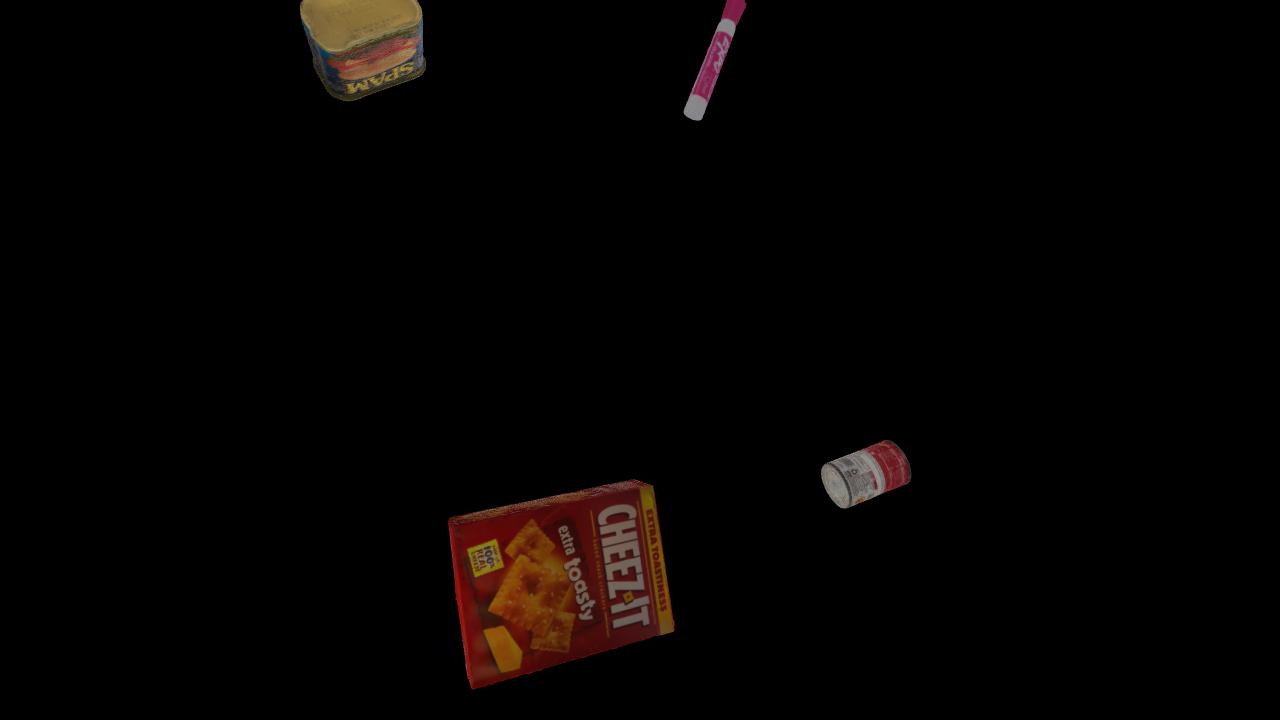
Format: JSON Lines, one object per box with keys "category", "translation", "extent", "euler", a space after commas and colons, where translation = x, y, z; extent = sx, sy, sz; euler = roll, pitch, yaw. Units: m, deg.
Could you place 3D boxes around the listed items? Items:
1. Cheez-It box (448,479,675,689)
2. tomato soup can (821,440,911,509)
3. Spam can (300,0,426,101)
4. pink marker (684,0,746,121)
{"category": "Cheez-It box", "translation": [-0.084, 0.234, 0.668], "extent": [0.223, 0.166, 0.071], "euler": [-7, -2, -20]}
{"category": "tomato soup can", "translation": [0.314, 0.160, 0.859], "extent": [0.101, 0.068, 0.068], "euler": [-18, 4, -14]}
{"category": "Spam can", "translation": [-0.251, -0.296, 0.566], "extent": [0.101, 0.058, 0.085], "euler": [-31, 5, -19]}
{"category": "pink marker", "translation": [0.070, -0.281, 0.568], "extent": [0.020, 0.121, 0.020], "euler": [21, -3, 1]}
